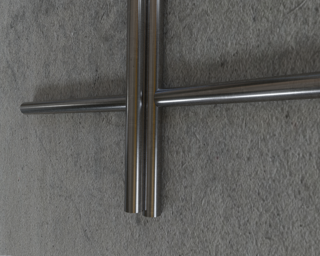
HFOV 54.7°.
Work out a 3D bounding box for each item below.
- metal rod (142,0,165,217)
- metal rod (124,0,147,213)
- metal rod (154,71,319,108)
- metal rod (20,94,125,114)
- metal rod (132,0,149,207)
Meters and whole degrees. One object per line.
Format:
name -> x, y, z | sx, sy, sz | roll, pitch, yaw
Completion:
metal rod -> -0.009, -0.033, 0.413 | 0.025, 0.025, 0.298 | 2, 91, 39
metal rod -> -0.032, -0.041, 0.405 | 0.025, 0.025, 0.298 | 2, 91, 39
metal rod -> 0.117, -0.040, 0.309 | 0.300, 0.025, 0.025 | 0, 90, 39
metal rod -> -0.154, -0.038, 0.530 | 0.300, 0.025, 0.025 | 1, 91, 39
metal rod -> -0.028, -0.039, 0.428 | 0.025, 0.025, 0.298 | 2, 91, 39
